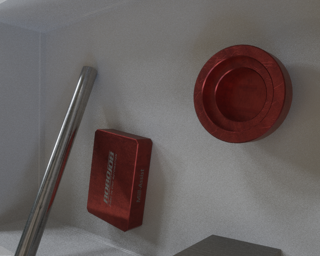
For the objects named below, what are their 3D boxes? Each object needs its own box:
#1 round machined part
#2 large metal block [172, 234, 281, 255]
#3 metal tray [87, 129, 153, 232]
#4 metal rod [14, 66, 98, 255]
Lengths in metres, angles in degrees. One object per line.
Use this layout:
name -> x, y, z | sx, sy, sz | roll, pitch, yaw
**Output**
round machined part -> 0.088, -0.033, 0.322 | 0.098, 0.042, 0.097 | 0, 90, 39
large metal block -> 0.069, 0.151, 0.313 | 0.080, 0.081, 0.050 | -2, 89, 39
metal tray -> -0.061, 0.072, 0.452 | 0.090, 0.030, 0.129 | 13, 98, 39
metal rod -> -0.145, 0.043, 0.446 | 0.025, 0.025, 0.299 | -5, 63, 39
